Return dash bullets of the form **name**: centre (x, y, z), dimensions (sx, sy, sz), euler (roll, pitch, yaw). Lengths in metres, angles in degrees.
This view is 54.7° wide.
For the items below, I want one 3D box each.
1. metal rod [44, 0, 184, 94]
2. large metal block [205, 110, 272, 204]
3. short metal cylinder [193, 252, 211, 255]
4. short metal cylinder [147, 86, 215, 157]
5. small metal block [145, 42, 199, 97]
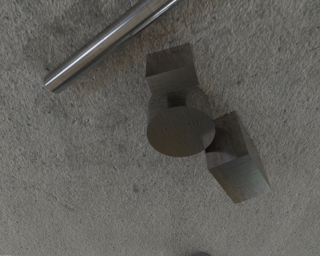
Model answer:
- **metal rod**: centre (-0.005, -0.120, 0.304), dimensions (0.300, 0.025, 0.025), euler (-30, 124, 23)
- **large metal block**: centre (0.098, 0.038, 0.405), dimensions (0.050, 0.080, 0.080), euler (-26, 126, 20)
- **short metal cylinder**: centre (0.082, 0.303, 0.631), dimensions (0.080, 0.080, 0.050), euler (27, 125, -22)
- **short metal cylinder**: centre (0.025, -0.010, 0.383), dimensions (0.081, 0.050, 0.079), euler (0, 130, 0)
- **small metal block**: centre (0.013, -0.064, 0.336), dimensions (0.050, 0.050, 0.025), euler (-13, 129, 10)
